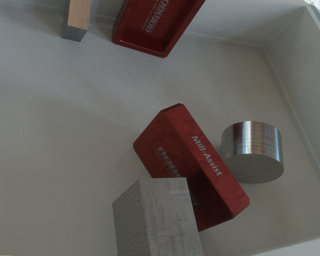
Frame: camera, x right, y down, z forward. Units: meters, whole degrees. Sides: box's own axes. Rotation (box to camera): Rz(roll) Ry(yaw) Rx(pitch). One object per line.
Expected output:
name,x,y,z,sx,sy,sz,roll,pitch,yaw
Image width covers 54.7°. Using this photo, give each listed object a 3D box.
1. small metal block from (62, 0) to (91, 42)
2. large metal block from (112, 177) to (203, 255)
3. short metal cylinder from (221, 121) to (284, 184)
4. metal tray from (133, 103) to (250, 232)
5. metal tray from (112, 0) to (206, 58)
small metal block,-0.111,-0.148,0.411,0.025,0.050,0.050,7,83,-25
large metal block,-0.007,0.101,0.306,0.050,0.080,0.080,3,60,-27
short metal cylinder,0.123,0.035,0.418,0.080,0.080,0.050,22,53,-15
metal tray,0.029,0.049,0.351,0.030,0.090,0.130,-25,75,-37
metal tray,-0.005,-0.161,0.435,0.091,0.129,0.030,12,57,-23
